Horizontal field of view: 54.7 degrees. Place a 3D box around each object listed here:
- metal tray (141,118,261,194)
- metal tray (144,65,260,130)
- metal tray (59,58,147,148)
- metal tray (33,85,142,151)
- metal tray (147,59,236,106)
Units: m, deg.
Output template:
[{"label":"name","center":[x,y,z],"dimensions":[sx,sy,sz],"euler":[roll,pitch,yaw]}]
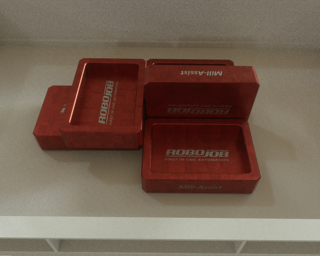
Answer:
[{"label":"metal tray","center":[0.045,0.032,0.374],"dimensions":[0.131,0.030,0.090],"euler":[1,50,0]},{"label":"metal tray","center":[0.048,-0.034,0.389],"dimensions":[0.131,0.089,0.030],"euler":[1,50,0]},{"label":"metal tray","center":[-0.064,-0.036,0.389],"dimensions":[0.091,0.030,0.130],"euler":[1,50,0]},{"label":"metal tray","center":[-0.088,-0.015,0.409],"dimensions":[0.131,0.030,0.090],"euler":[0,50,0]},{"label":"metal tray","center":[0.045,-0.061,0.452],"dimensions":[0.131,0.030,0.090],"euler":[1,50,0]}]
